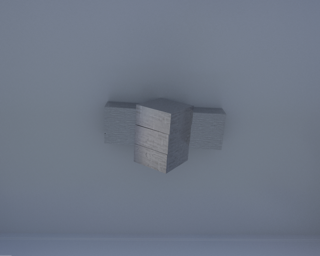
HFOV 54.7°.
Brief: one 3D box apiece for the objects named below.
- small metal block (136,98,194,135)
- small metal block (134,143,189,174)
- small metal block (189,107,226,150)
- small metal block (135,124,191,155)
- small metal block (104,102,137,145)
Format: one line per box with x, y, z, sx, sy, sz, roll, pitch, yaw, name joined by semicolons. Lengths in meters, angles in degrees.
0.006;-0.016;0.379;0.050;0.050;0.025;17;113;32;small metal block
0.002;0.031;0.397;0.050;0.050;0.025;16;113;33;small metal block
0.057;0.000;0.411;0.050;0.025;0.050;3;110;-2;small metal block
0.004;0.007;0.388;0.050;0.050;0.025;16;113;33;small metal block
-0.046;-0.006;0.407;0.050;0.025;0.050;4;110;-2;small metal block
